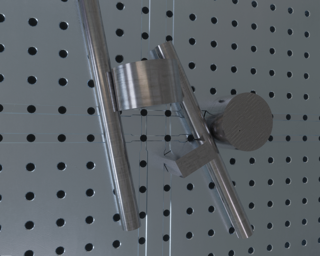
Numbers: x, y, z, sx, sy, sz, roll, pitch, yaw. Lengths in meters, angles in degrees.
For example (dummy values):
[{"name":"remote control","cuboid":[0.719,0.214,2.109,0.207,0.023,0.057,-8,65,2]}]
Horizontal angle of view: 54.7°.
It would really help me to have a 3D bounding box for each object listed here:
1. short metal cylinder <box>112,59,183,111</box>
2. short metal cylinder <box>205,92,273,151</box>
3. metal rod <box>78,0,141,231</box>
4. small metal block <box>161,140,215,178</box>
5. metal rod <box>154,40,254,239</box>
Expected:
[{"name":"short metal cylinder","cuboid":[-0.015,-0.051,0.378,0.081,0.080,0.050,-10,94,-20]},{"name":"short metal cylinder","cuboid":[0.111,-0.008,0.440,0.081,0.050,0.079,0,90,-20]},{"name":"metal rod","cuboid":[-0.063,-0.019,0.389,0.025,0.025,0.298,-12,94,-20]},{"name":"small metal block","cuboid":[0.036,0.040,0.413,0.050,0.050,0.025,-30,100,-18]},{"name":"metal rod","cuboid":[0.065,0.022,0.436,0.025,0.025,0.299,-28,99,-18]}]
